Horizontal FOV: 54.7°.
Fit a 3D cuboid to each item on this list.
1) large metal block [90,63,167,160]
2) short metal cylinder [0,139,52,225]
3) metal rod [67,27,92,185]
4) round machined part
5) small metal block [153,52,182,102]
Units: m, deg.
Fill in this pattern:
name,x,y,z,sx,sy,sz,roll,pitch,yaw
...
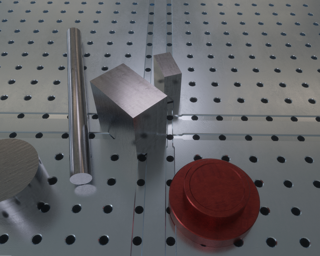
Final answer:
name,x,y,z,sx,sy,sz,roll,pitch,yaw
large metal block,-0.037,-0.021,0.389,0.050,0.080,0.080,-35,59,-26
short metal cylinder,-0.168,0.058,0.341,0.081,0.050,0.080,0,50,0
metal rod,-0.121,-0.054,0.451,0.025,0.025,0.300,-9,51,-8
round machined part,0.059,0.073,0.336,0.099,0.042,0.098,0,50,0
small metal block,0.010,-0.074,0.454,0.025,0.050,0.050,-14,52,-11
